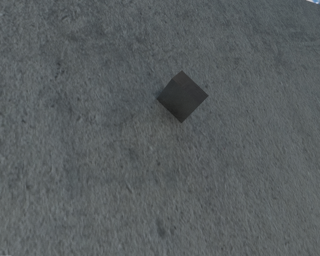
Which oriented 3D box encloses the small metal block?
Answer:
[{"bbox_3d":[0.030,-0.042,0.429,0.050,0.050,0.025,44,51,2],"label":"small metal block"}]
